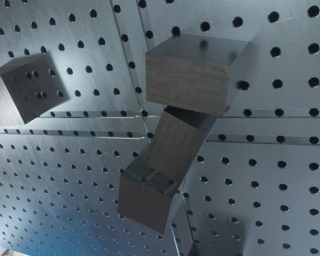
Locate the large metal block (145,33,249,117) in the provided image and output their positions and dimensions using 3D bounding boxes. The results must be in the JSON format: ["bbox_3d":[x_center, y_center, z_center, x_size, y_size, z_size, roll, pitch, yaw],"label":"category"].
[{"bbox_3d":[0.040,-0.059,0.319,0.080,0.080,0.050,14,124,21],"label":"large metal block"}]

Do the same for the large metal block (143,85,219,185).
[{"bbox_3d":[0.030,0.004,0.363,0.050,0.080,0.079,29,128,10],"label":"large metal block"}]

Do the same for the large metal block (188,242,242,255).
[{"bbox_3d":[0.078,0.234,0.479,0.080,0.080,0.050,7,121,25],"label":"large metal block"}]

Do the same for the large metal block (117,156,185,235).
[{"bbox_3d":[-0.015,0.100,0.465,0.080,0.050,0.079,21,126,16],"label":"large metal block"}]

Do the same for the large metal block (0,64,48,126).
[{"bbox_3d":[-0.239,-0.050,0.491,0.080,0.050,0.080,-3,117,29],"label":"large metal block"}]
